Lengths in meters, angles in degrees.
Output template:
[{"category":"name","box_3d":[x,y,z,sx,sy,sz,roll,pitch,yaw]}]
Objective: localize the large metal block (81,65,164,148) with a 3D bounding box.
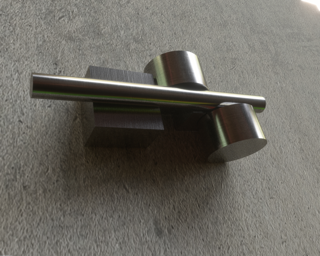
[{"category":"large metal block","box_3d":[-0.049,-0.023,0.374,0.081,0.050,0.080,3,60,-27]}]

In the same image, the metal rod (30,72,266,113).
[{"category":"metal rod","box_3d":[0.009,-0.037,0.369,0.303,0.025,0.025,2,61,-29]}]

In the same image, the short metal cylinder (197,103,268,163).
[{"category":"short metal cylinder","box_3d":[0.096,0.009,0.418,0.081,0.080,0.050,0,62,-29]}]

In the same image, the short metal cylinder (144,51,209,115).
[{"category":"short metal cylinder","box_3d":[0.022,-0.059,0.420,0.081,0.080,0.050,2,61,-28]}]

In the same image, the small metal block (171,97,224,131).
[{"category":"small metal block","box_3d":[0.051,-0.018,0.428,0.050,0.050,0.025,1,62,-28]}]
